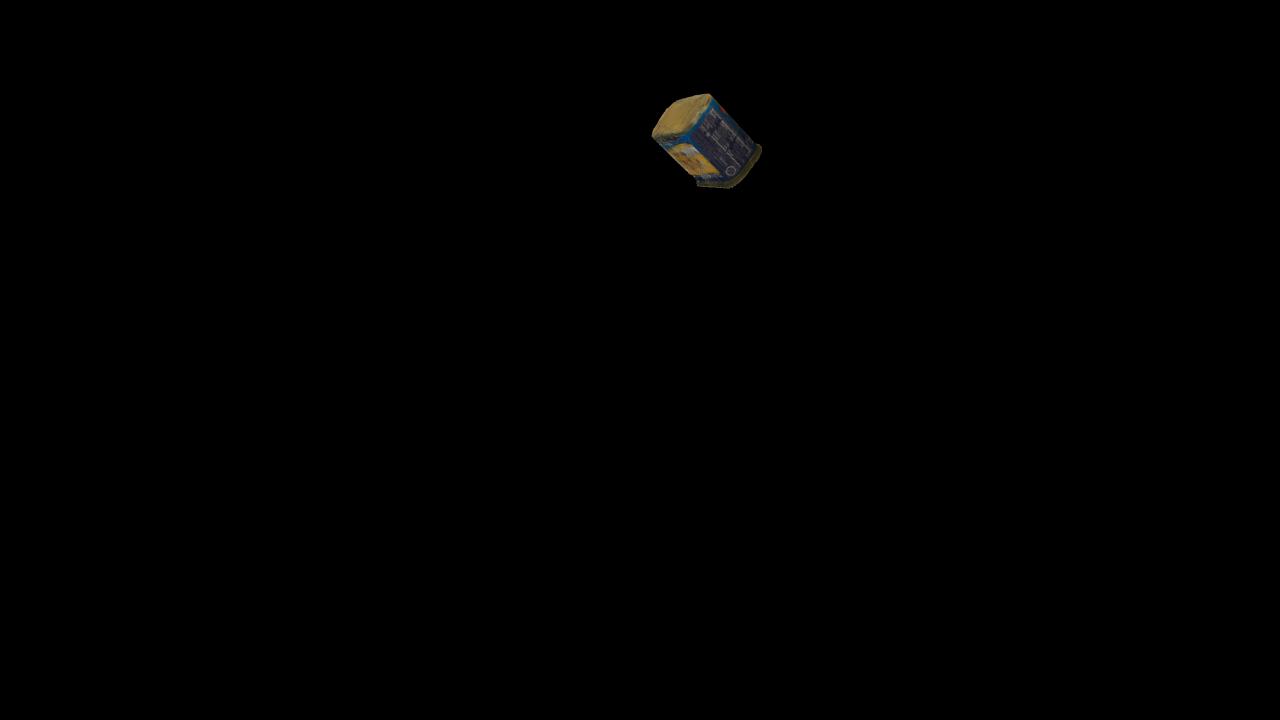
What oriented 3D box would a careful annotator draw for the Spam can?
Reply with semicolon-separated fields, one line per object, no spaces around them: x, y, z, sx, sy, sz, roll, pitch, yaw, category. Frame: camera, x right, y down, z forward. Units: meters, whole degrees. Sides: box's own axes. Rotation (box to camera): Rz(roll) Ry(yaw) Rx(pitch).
0.070;-0.238;0.673;0.085;0.058;0.101;35;-1;-28;Spam can
